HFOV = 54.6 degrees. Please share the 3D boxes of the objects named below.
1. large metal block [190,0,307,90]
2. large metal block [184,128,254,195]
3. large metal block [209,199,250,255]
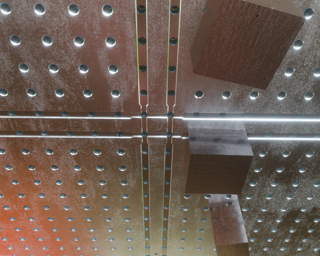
[{"bbox_3d":[0.083,-0.093,0.316,0.080,0.050,0.079,11,129,-10],"label":"large metal block"},{"bbox_3d":[0.077,0.048,0.436,0.080,0.050,0.080,2,130,-2],"label":"large metal block"},{"bbox_3d":[0.119,0.182,0.531,0.050,0.080,0.080,-10,130,8],"label":"large metal block"}]
